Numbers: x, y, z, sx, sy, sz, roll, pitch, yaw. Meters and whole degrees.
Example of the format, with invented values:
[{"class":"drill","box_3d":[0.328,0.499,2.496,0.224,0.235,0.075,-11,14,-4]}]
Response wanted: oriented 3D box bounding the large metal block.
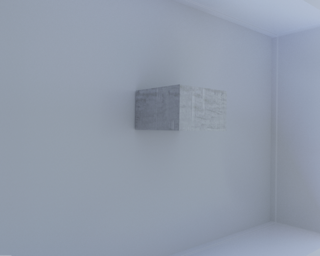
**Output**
[{"class":"large metal block","box_3d":[0.026,-0.022,0.388,0.081,0.080,0.050,1,90,-40]}]
